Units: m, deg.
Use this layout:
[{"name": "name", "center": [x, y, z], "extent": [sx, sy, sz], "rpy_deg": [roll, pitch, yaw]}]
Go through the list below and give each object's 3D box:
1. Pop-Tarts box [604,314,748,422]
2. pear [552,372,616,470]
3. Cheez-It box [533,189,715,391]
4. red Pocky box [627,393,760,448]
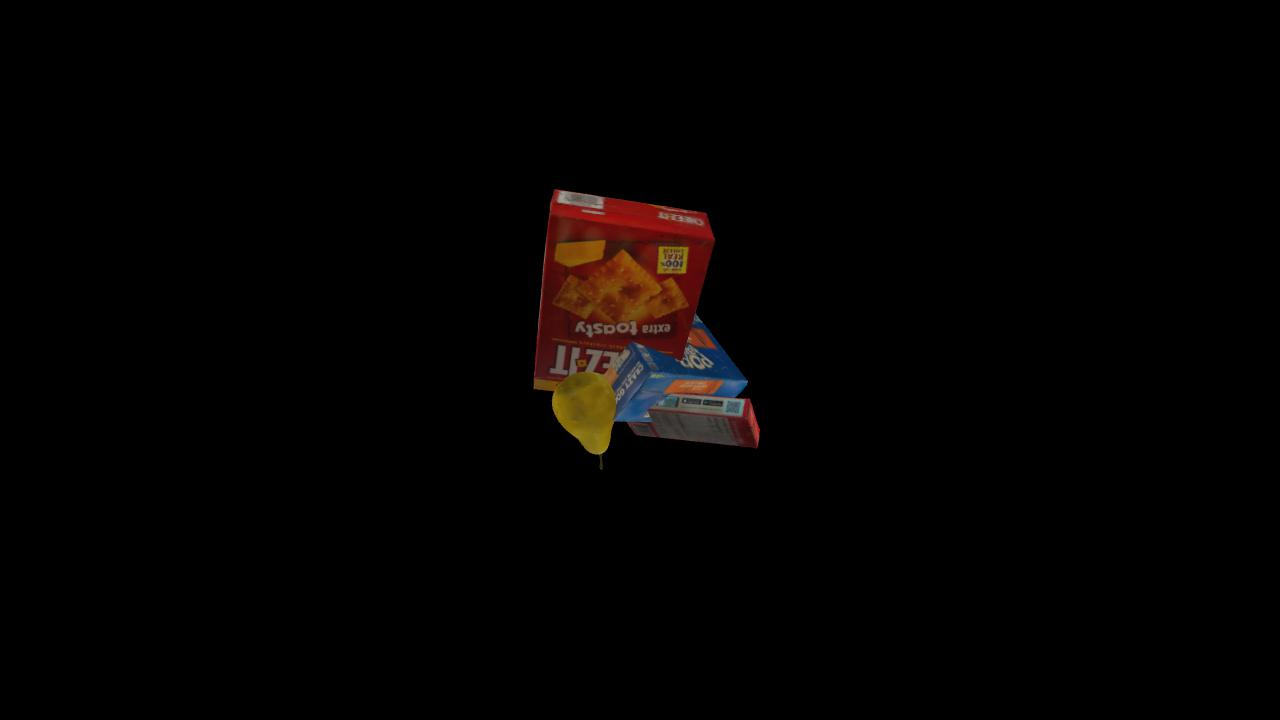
[{"name": "Pop-Tarts box", "center": [0.022, -0.001, 0.750], "extent": [0.167, 0.083, 0.141], "rpy_deg": [6, 40, -42]}, {"name": "pear", "center": [-0.055, 0.069, 0.699], "extent": [0.080, 0.111, 0.080], "rpy_deg": [-11, 31, 6]}, {"name": "Cheez-It box", "center": [-0.026, -0.061, 0.676], "extent": [0.166, 0.223, 0.071], "rpy_deg": [7, 37, -7]}, {"name": "red Pocky box", "center": [0.057, 0.067, 0.711], "extent": [0.155, 0.028, 0.083], "rpy_deg": [4, -30, 21]}]
